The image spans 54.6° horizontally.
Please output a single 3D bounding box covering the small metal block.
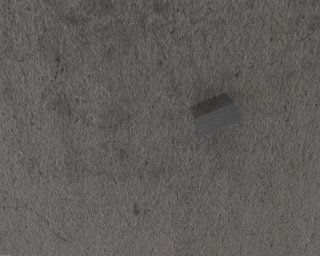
[{"bbox_3d":[0.068,-0.018,0.390,0.050,0.050,0.025,-23,109,8],"label":"small metal block"}]
